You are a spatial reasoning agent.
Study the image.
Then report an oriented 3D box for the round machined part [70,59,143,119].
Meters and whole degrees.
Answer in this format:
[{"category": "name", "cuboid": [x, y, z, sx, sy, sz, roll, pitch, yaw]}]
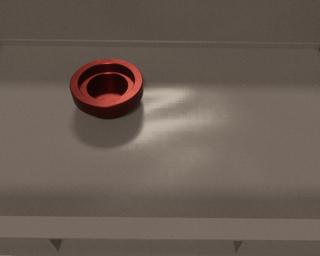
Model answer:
[{"category": "round machined part", "cuboid": [-0.073, -0.051, 0.436, 0.099, 0.042, 0.098, 0, 50, 0]}]
